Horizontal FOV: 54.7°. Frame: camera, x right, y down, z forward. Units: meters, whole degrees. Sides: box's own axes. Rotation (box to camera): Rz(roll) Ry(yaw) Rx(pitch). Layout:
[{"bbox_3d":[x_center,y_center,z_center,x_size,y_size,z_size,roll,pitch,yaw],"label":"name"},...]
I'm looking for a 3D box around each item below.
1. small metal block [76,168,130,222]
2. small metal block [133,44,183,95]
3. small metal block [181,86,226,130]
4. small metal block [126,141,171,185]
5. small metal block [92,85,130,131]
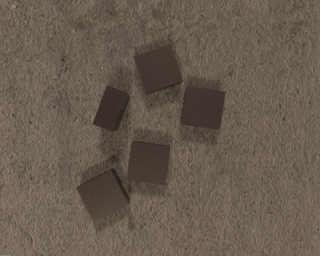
[{"bbox_3d":[-0.074,0.088,0.409,0.050,0.025,0.050,-26,90,-1],"label":"small metal block"},{"bbox_3d":[-0.002,-0.076,0.410,0.050,0.025,0.050,-19,90,-1],"label":"small metal block"},{"bbox_3d":[0.056,-0.026,0.411,0.050,0.025,0.050,8,90,-1],"label":"small metal block"},{"bbox_3d":[-0.015,0.045,0.410,0.050,0.025,0.050,8,90,-1],"label":"small metal block"},{"bbox_3d":[-0.061,-0.024,0.397,0.025,0.050,0.050,20,90,0],"label":"small metal block"}]
